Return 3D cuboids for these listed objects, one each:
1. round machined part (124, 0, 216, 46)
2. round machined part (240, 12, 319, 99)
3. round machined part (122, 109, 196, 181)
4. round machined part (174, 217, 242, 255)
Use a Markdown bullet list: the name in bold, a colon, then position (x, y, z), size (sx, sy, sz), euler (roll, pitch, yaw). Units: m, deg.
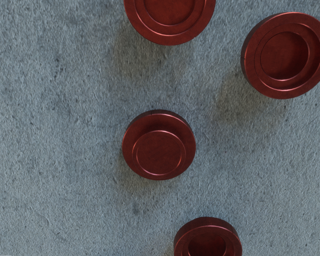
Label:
- **round machined part**: position (0.011, -0.144, 0.347), size (0.099, 0.042, 0.097), euler (0, 110, 0)
- **round machined part**: position (0.145, -0.087, 0.370), size (0.099, 0.042, 0.097), euler (0, 110, 0)
- **round machined part**: position (-0.001, 0.028, 0.411), size (0.099, 0.042, 0.097), euler (0, 110, 0)
- **round machined part**: position (0.070, 0.174, 0.465), size (0.099, 0.042, 0.097), euler (0, 110, 0)
